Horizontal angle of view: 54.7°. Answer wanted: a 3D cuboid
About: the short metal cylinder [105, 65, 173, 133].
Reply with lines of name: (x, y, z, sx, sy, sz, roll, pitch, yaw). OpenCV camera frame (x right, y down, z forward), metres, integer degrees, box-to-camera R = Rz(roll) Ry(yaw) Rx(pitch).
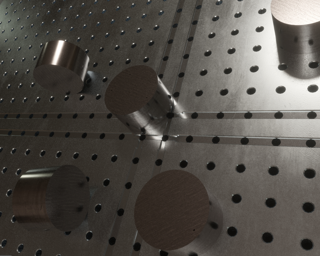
short metal cylinder: (-0.029, -0.040, 0.431, 0.080, 0.050, 0.080, -13, 56, 20)

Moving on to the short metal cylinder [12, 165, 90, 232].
short metal cylinder: (-0.133, 0.088, 0.387, 0.050, 0.080, 0.080, -8, 58, 23)

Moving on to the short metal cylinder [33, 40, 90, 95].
short metal cylinder: (-0.163, -0.099, 0.517, 0.080, 0.080, 0.050, -8, 58, 23)

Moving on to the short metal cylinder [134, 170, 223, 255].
short metal cylinder: (0.020, 0.090, 0.325, 0.080, 0.050, 0.080, -13, 56, 21)

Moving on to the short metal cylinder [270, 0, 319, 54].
short metal cylinder: (0.182, -0.139, 0.382, 0.080, 0.050, 0.080, -13, 56, 20)
